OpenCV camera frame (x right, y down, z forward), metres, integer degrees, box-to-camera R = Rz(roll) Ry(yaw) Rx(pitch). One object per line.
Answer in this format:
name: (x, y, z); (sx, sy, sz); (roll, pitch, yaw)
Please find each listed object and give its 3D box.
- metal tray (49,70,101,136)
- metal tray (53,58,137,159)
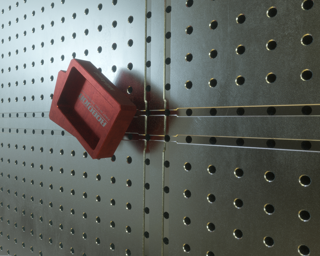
metal tray: (-0.129, -0.034, 0.509); (0.130, 0.030, 0.089); (28, 107, 36)
metal tray: (-0.098, -0.029, 0.444); (0.130, 0.030, 0.089); (44, 116, 30)
